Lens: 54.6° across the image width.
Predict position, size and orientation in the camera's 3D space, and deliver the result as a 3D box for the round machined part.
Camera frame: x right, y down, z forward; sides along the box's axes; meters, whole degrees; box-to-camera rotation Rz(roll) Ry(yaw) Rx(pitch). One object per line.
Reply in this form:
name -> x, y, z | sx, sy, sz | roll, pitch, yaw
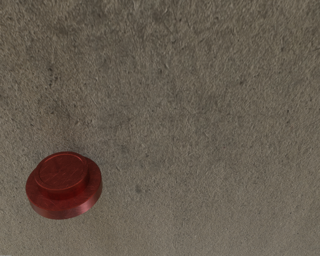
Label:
round machined part -> -0.129, 0.069, 0.417 | 0.099, 0.098, 0.042 | 2, 130, -2
